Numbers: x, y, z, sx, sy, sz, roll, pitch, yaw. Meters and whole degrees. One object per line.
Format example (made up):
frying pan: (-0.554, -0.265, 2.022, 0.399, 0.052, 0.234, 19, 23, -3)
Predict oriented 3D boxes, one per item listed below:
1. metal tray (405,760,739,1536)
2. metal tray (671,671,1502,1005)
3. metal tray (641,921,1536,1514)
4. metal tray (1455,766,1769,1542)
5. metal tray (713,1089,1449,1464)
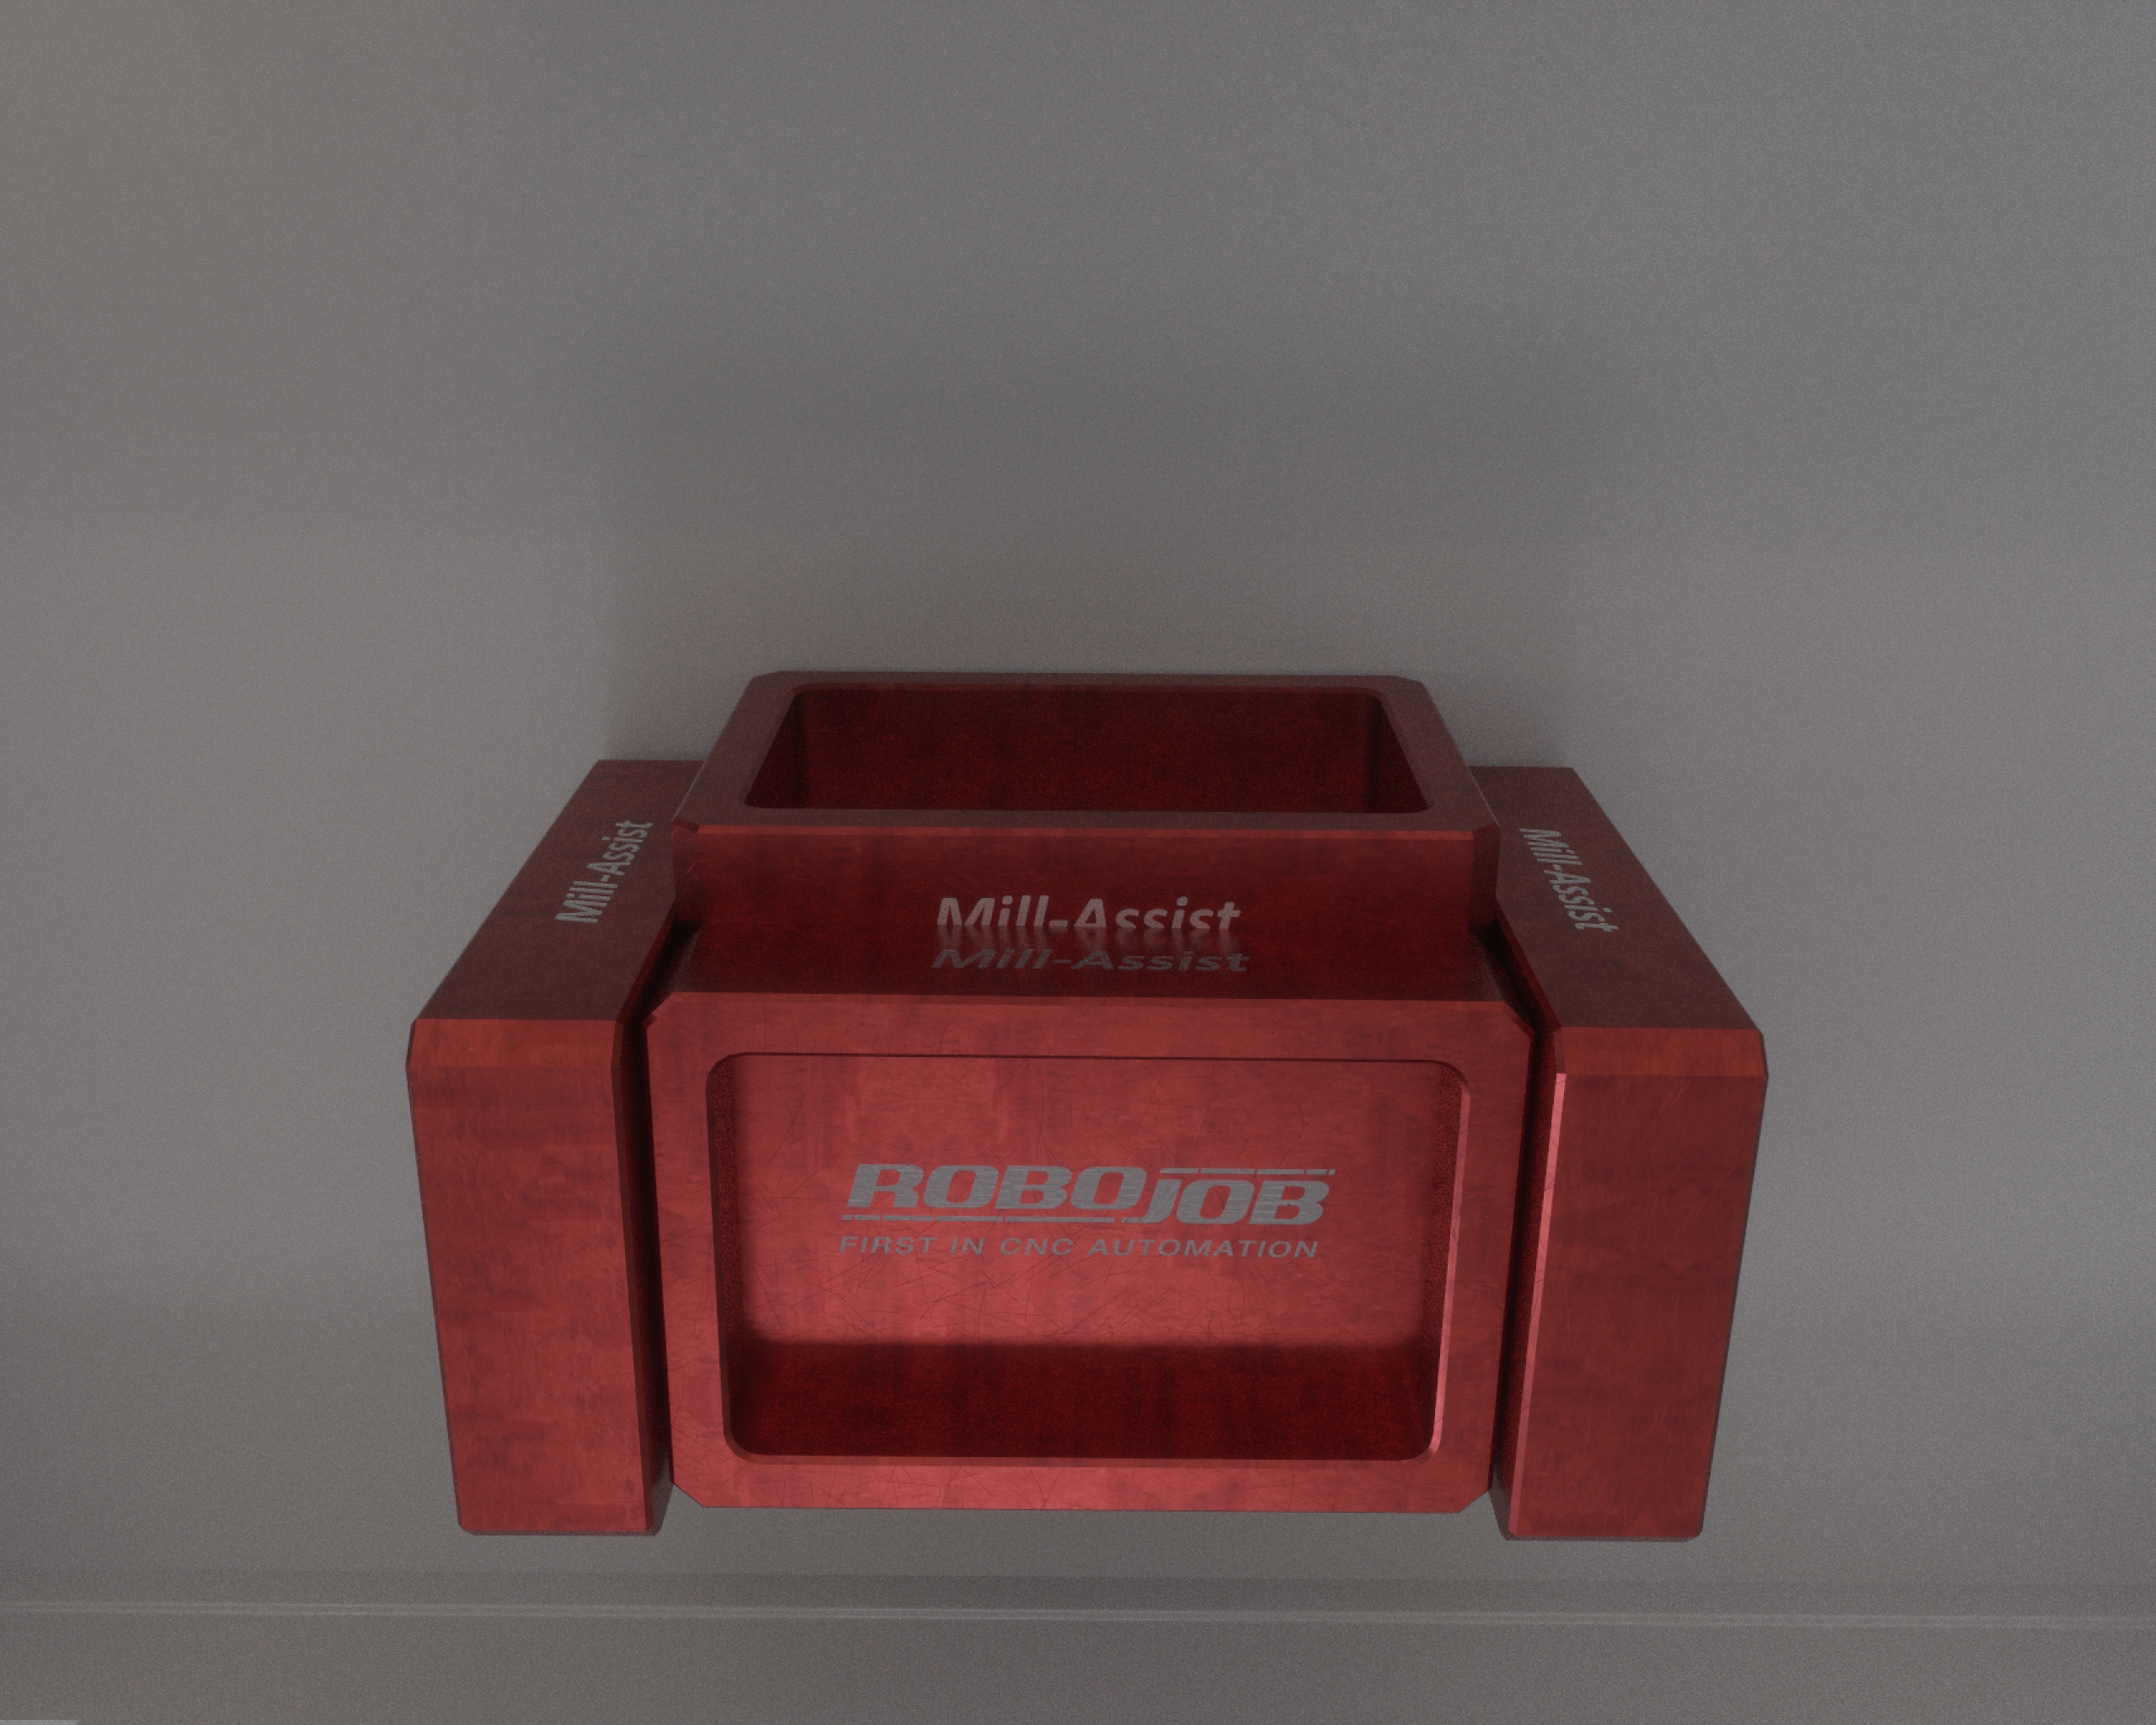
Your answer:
metal tray: (-0.080, 0.043, 0.369, 0.030, 0.130, 0.089, 1, 111, 0)
metal tray: (0.002, -0.007, 0.371, 0.131, 0.090, 0.030, 0, 111, 0)
metal tray: (0.001, 0.057, 0.331, 0.131, 0.030, 0.089, 1, 110, -1)
metal tray: (0.082, 0.044, 0.370, 0.030, 0.130, 0.089, 1, 111, 0)
metal tray: (0.001, 0.076, 0.401, 0.131, 0.090, 0.030, 0, 110, 0)
